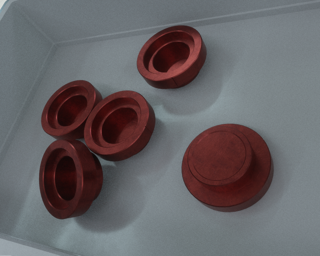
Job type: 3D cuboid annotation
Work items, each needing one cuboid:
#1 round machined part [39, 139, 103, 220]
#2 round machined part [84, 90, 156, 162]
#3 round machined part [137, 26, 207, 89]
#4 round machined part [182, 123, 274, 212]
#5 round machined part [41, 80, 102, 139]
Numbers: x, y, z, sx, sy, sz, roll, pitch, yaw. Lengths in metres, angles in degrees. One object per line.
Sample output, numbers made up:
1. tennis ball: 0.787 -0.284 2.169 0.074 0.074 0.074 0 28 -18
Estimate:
1. round machined part: -0.111 0.064 0.397 0.098 0.042 0.097 -3 85 40
2. round machined part: -0.050 0.001 0.421 0.098 0.042 0.098 -13 56 21
3. round machined part: 0.020 -0.095 0.443 0.098 0.042 0.098 -13 56 21
4. round machined part: 0.069 0.037 0.336 0.098 0.042 0.098 -13 56 21
5. round machined part: -0.129 -0.022 0.476 0.098 0.042 0.098 -13 56 21
